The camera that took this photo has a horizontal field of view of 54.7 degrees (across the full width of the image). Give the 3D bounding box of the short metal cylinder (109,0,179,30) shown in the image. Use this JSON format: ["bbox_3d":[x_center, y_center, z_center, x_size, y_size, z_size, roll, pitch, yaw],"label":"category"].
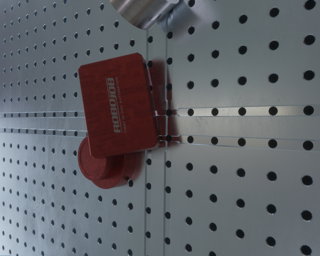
[{"bbox_3d":[-0.022,-0.173,0.392,0.050,0.081,0.080,-35,69,35],"label":"short metal cylinder"}]

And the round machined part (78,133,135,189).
[{"bbox_3d":[-0.088,0.044,0.471,0.098,0.042,0.097,0,90,40],"label":"round machined part"}]

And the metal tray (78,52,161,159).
[{"bbox_3d":[-0.056,-0.029,0.424,0.090,0.030,0.129,-11,81,7],"label":"metal tray"}]
